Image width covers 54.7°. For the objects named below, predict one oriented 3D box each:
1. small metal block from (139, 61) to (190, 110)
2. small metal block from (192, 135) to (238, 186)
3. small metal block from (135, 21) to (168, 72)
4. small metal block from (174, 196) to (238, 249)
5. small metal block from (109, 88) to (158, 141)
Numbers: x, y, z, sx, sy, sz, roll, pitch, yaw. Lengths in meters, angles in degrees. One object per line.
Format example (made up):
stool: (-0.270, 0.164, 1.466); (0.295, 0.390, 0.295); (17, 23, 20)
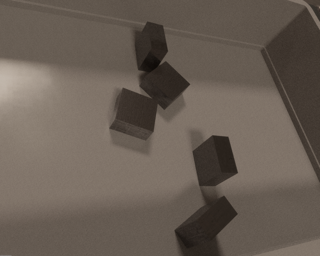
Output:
small metal block: (0.007, -0.062, 0.449); (0.050, 0.025, 0.050); (44, 51, 2)
small metal block: (0.070, 0.044, 0.403); (0.025, 0.050, 0.050); (6, 59, -26)
small metal block: (-0.014, -0.118, 0.456); (0.025, 0.050, 0.050); (6, 59, -26)
small metal block: (0.052, 0.108, 0.354); (0.050, 0.050, 0.025); (-28, 78, -38)
small metal block: (-0.033, -0.018, 0.400); (0.050, 0.025, 0.050); (20, 54, -17)
